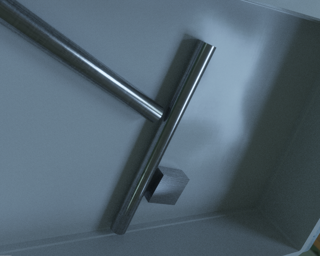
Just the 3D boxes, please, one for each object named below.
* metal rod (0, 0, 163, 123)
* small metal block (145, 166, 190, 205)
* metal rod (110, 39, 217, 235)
[{"bbox_3d":[-0.103,-0.082,0.301,0.301,0.025,0.025,33,100,-39],"label":"metal rod"},{"bbox_3d":[0.009,0.088,0.470,0.050,0.025,0.050,16,110,-35],"label":"small metal block"},{"bbox_3d":[-0.003,0.025,0.423,0.025,0.025,0.298,13,112,-34],"label":"metal rod"}]
